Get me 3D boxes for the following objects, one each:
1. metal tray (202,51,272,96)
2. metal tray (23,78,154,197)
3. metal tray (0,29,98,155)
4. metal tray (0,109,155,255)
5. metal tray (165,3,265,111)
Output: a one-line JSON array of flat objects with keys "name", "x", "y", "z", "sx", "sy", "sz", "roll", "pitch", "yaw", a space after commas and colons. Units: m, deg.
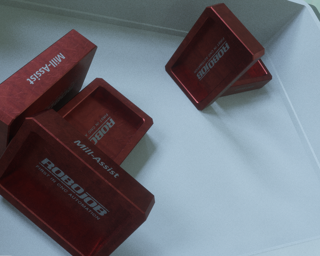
[{"name": "metal tray", "x": 0.124, "y": -0.105, "z": 0.535, "sx": 0.131, "sy": 0.030, "sz": 0.090, "roll": -15, "pitch": 69, "yaw": -34}, {"name": "metal tray", "x": -0.077, "y": 0.010, "z": 0.355, "sx": 0.090, "sy": 0.030, "sz": 0.131, "roll": 39, "pitch": 51, "yaw": -2}, {"name": "metal tray", "x": -0.122, "y": -0.034, "z": 0.319, "sx": 0.030, "sy": 0.090, "sz": 0.130, "roll": 36, "pitch": 51, "yaw": -5}, {"name": "metal tray", "x": -0.082, "y": 0.057, "z": 0.283, "sx": 0.130, "sy": 0.090, "sz": 0.030, "roll": 41, "pitch": 23, "yaw": -1}, {"name": "metal tray", "x": 0.070, "y": -0.095, "z": 0.436, "sx": 0.030, "sy": 0.129, "sz": 0.090, "roll": -32, "pitch": 80, "yaw": -38}]
